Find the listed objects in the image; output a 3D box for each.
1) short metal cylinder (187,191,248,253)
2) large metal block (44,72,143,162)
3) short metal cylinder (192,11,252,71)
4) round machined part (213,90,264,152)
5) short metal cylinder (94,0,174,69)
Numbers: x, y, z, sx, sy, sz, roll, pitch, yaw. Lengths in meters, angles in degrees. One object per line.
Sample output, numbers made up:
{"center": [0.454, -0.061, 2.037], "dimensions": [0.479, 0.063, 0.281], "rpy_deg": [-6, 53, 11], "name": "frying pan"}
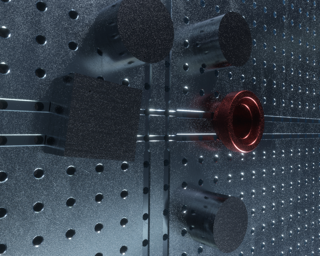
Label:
{"center": [0.087, 0.140, 0.467], "dimensions": [0.081, 0.050, 0.079], "rpy_deg": [0, 90, -40], "name": "short metal cylinder"}
{"center": [-0.070, -0.008, 0.334], "dimensions": [0.081, 0.050, 0.080], "rpy_deg": [10, 84, -40], "name": "large metal block"}
{"center": [0.095, -0.130, 0.473], "dimensions": [0.081, 0.050, 0.079], "rpy_deg": [0, 91, -40], "name": "short metal cylinder"}
{"center": [0.124, -0.010, 0.502], "dimensions": [0.099, 0.042, 0.097], "rpy_deg": [0, 90, -40], "name": "round machined part"}
{"center": [-0.030, -0.113, 0.367], "dimensions": [0.081, 0.050, 0.079], "rpy_deg": [0, 90, -40], "name": "short metal cylinder"}
